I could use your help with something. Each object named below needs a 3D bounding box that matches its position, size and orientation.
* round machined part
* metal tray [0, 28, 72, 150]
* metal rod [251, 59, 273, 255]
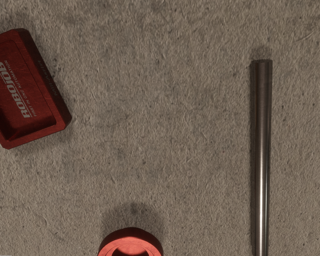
[{"bbox_3d":[-0.044,0.191,0.471,0.099,0.042,0.097,0,110,-1],"label":"round machined part"},{"bbox_3d":[-0.181,-0.047,0.387,0.090,0.030,0.129,-20,109,6],"label":"metal tray"},{"bbox_3d":[0.141,0.057,0.432,0.025,0.025,0.298,-6,110,2],"label":"metal rod"}]
